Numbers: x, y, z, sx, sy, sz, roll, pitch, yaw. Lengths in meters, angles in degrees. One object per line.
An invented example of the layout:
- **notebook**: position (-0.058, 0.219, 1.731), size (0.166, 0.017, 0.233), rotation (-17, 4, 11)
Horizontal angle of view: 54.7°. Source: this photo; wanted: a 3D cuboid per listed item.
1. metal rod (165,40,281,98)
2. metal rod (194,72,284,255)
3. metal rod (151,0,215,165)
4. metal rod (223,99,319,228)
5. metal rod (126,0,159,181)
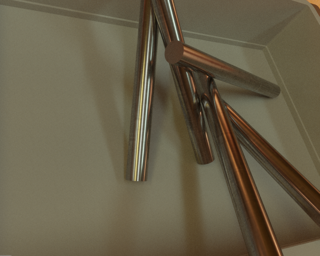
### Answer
- **metal rod**: position (0.110, -0.073, 0.441), size (0.302, 0.025, 0.025), rotation (4, 58, -51)
- **metal rod**: position (0.072, 0.025, 0.317), size (0.025, 0.025, 0.300), rotation (16, 38, -19)
- **metal rod**: position (0.019, -0.093, 0.372), size (0.025, 0.025, 0.298), rotation (-31, 112, -38)
- **metal rod**: position (0.103, 0.006, 0.381), size (0.025, 0.025, 0.300), rotation (-5, 40, -31)
- **metal rod**: position (-0.016, -0.088, 0.372), size (0.025, 0.025, 0.298), rotation (7, 84, -25)
